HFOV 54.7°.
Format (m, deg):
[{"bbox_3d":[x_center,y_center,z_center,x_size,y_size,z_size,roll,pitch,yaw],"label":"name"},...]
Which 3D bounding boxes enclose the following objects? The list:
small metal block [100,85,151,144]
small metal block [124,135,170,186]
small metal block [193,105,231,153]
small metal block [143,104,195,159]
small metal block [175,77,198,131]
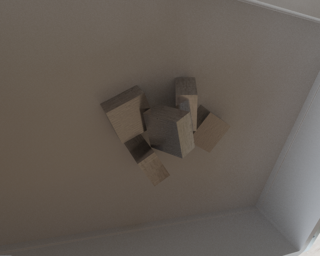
[{"bbox_3d":[-0.037,-0.017,0.379,0.050,0.025,0.050,-30,129,-10],"label":"small metal block"},{"bbox_3d":[-0.017,0.041,0.410,0.025,0.050,0.050,-35,129,-5],"label":"small metal block"},{"bbox_3d":[0.066,0.002,0.448,0.050,0.025,0.050,29,102,-38],"label":"small metal block"},{"bbox_3d":[0.011,0.003,0.370,0.025,0.050,0.050,-38,130,-36],"label":"small metal block"},{"bbox_3d":[0.032,-0.030,0.389,0.025,0.050,0.050,-1,123,3],"label":"small metal block"}]
